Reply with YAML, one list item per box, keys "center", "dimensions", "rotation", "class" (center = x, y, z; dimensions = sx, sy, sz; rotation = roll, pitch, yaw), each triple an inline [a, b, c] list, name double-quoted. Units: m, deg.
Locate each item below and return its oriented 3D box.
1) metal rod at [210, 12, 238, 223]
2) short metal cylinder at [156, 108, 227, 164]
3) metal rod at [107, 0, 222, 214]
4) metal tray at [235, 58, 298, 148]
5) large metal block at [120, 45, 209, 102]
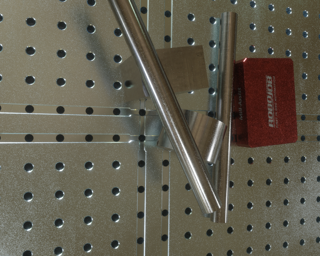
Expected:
- center: [0.092, -0.016, 0.448]
  dimensions: [0.025, 0.025, 0.298]
  rotation: [3, 89, -20]
  class: "metal rod"
- center: [0.040, 0.011, 0.400]
  dimensions: [0.080, 0.080, 0.050]
  rotation: [20, 83, -19]
  class: "short metal cylinder"
- center: [-0.002, -0.045, 0.327]
  dimensions: [0.025, 0.025, 0.299]
  rotation: [-27, 100, -18]
  class: "metal rod"
- center: [0.160, -0.039, 0.471]
  dimensions: [0.091, 0.030, 0.129]
  rotation: [-5, 92, -20]
  class: "metal tray"
- center: [0.002, -0.065, 0.385]
  dimensions: [0.081, 0.080, 0.050]
  rotation: [-11, 94, -20]
  class: "large metal block"
